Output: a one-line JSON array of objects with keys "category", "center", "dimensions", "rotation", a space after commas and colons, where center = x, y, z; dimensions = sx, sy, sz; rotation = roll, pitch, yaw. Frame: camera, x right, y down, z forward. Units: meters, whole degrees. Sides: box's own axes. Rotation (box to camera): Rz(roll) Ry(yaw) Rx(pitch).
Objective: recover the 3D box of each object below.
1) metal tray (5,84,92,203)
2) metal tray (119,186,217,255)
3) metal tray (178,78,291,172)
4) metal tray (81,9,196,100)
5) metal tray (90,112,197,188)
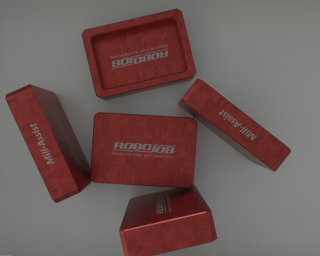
[{"category": "metal tray", "center": [-0.127, 0.017, 0.375], "dimensions": [0.030, 0.090, 0.129], "rotation": [-25, 91, -1]}, {"category": "metal tray", "center": [0.007, 0.101, 0.356], "dimensions": [0.091, 0.130, 0.030], "rotation": [-12, 91, -1]}, {"category": "metal tray", "center": [0.084, -0.004, 0.377], "dimensions": [0.130, 0.090, 0.030], "rotation": [38, 91, -1]}, {"category": "metal tray", "center": [-0.027, -0.095, 0.407], "dimensions": [0.131, 0.030, 0.089], "rotation": [-13, 90, -1]}, {"category": "metal tray", "center": [-0.020, 0.028, 0.406], "dimensions": [0.131, 0.030, 0.089], "rotation": [3, 90, -1]}]
